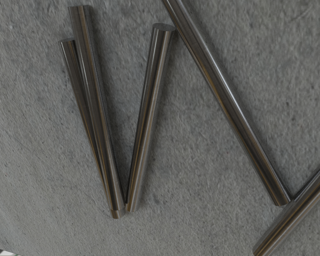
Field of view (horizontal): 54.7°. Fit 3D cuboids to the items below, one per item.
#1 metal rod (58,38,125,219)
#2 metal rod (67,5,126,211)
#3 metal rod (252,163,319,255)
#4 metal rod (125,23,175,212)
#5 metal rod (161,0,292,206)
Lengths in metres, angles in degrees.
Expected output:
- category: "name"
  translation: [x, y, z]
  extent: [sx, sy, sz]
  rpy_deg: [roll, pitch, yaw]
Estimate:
- category: "metal rod"
  translation: [-0.095, 0.017, 0.465]
  extent: [0.025, 0.025, 0.298]
  rpy_deg: [4, 121, 26]
- category: "metal rod"
  translation: [-0.082, -0.011, 0.430]
  extent: [0.025, 0.025, 0.298]
  rpy_deg: [6, 118, 25]
- category: "metal rod"
  translation: [0.180, 0.064, 0.351]
  extent: [0.025, 0.025, 0.298]
  rpy_deg: [26, 128, 11]
- category: "metal rod"
  translation: [-0.021, 0.009, 0.421]
  extent: [0.025, 0.025, 0.298]
  rpy_deg: [22, 127, 14]
- category: "metal rod"
  translation: [0.074, -0.036, 0.344]
  extent: [0.025, 0.025, 0.299]
  rpy_deg: [-21, 107, 35]
